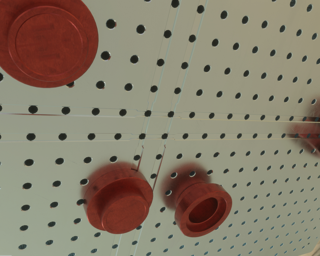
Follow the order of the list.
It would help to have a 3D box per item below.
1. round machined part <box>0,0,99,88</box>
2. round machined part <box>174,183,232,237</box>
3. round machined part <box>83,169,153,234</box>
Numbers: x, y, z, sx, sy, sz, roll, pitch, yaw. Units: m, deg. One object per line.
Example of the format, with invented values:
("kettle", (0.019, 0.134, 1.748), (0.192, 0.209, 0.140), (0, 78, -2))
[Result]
("round machined part", (-0.106, -0.083, 0.291), (0.099, 0.042, 0.097), (-14, 124, -21))
("round machined part", (0.068, 0.131, 0.517), (0.099, 0.042, 0.097), (-14, 124, -21))
("round machined part", (-0.054, 0.110, 0.438), (0.099, 0.042, 0.097), (-14, 124, -21))
